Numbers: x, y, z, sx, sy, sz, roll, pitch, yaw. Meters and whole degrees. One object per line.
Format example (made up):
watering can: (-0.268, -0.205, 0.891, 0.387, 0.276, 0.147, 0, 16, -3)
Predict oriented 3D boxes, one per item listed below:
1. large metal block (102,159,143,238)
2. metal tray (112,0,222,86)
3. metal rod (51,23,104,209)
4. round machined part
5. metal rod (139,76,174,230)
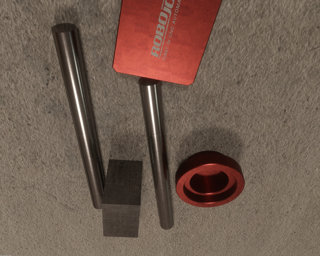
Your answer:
large metal block: (-0.054, 0.104, 0.459, 0.050, 0.080, 0.079, 4, 130, -4)
metal tray: (0.006, -0.111, 0.310, 0.091, 0.030, 0.129, 9, 130, -9)
metal rod: (-0.098, 0.010, 0.414, 0.025, 0.025, 0.298, 0, 130, 0)
round machined part: (0.071, 0.071, 0.458, 0.099, 0.042, 0.097, -1, 130, 0)
metal rod: (0.000, 0.057, 0.455, 0.025, 0.025, 0.298, -4, 130, 3)
